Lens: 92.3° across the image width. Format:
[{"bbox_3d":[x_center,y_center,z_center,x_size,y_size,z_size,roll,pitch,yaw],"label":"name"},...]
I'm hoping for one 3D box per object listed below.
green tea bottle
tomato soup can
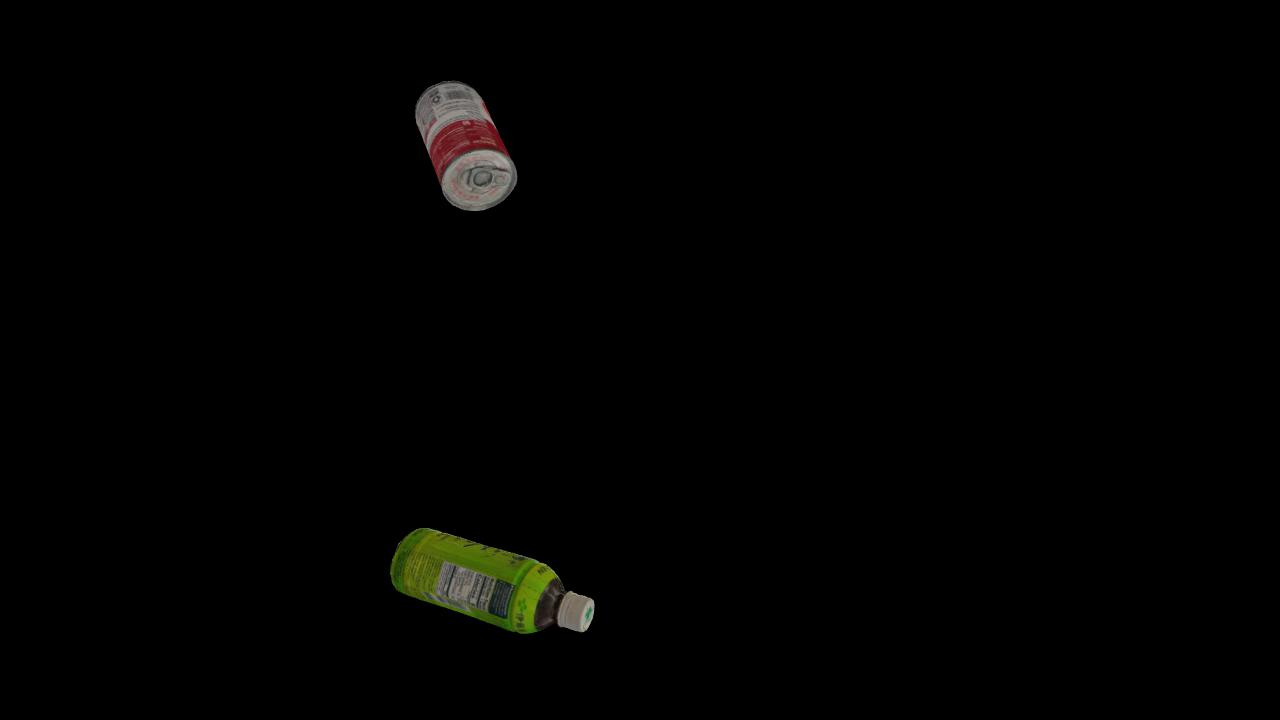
[{"bbox_3d":[-0.146,0.225,0.611,0.212,0.073,0.073,10,4,23],"label":"green tea bottle"},{"bbox_3d":[-0.160,-0.195,0.560,0.068,0.101,0.068,-22,-27,-12],"label":"tomato soup can"}]
